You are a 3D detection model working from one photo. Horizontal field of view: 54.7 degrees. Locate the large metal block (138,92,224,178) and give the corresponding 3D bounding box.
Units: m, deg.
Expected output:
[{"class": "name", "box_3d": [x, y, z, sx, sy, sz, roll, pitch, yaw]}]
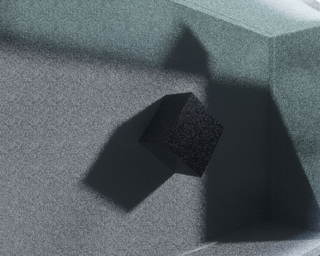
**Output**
[{"class": "large metal block", "box_3d": [0.031, 0.009, 0.419, 0.080, 0.050, 0.080, 44, 64, -32]}]
